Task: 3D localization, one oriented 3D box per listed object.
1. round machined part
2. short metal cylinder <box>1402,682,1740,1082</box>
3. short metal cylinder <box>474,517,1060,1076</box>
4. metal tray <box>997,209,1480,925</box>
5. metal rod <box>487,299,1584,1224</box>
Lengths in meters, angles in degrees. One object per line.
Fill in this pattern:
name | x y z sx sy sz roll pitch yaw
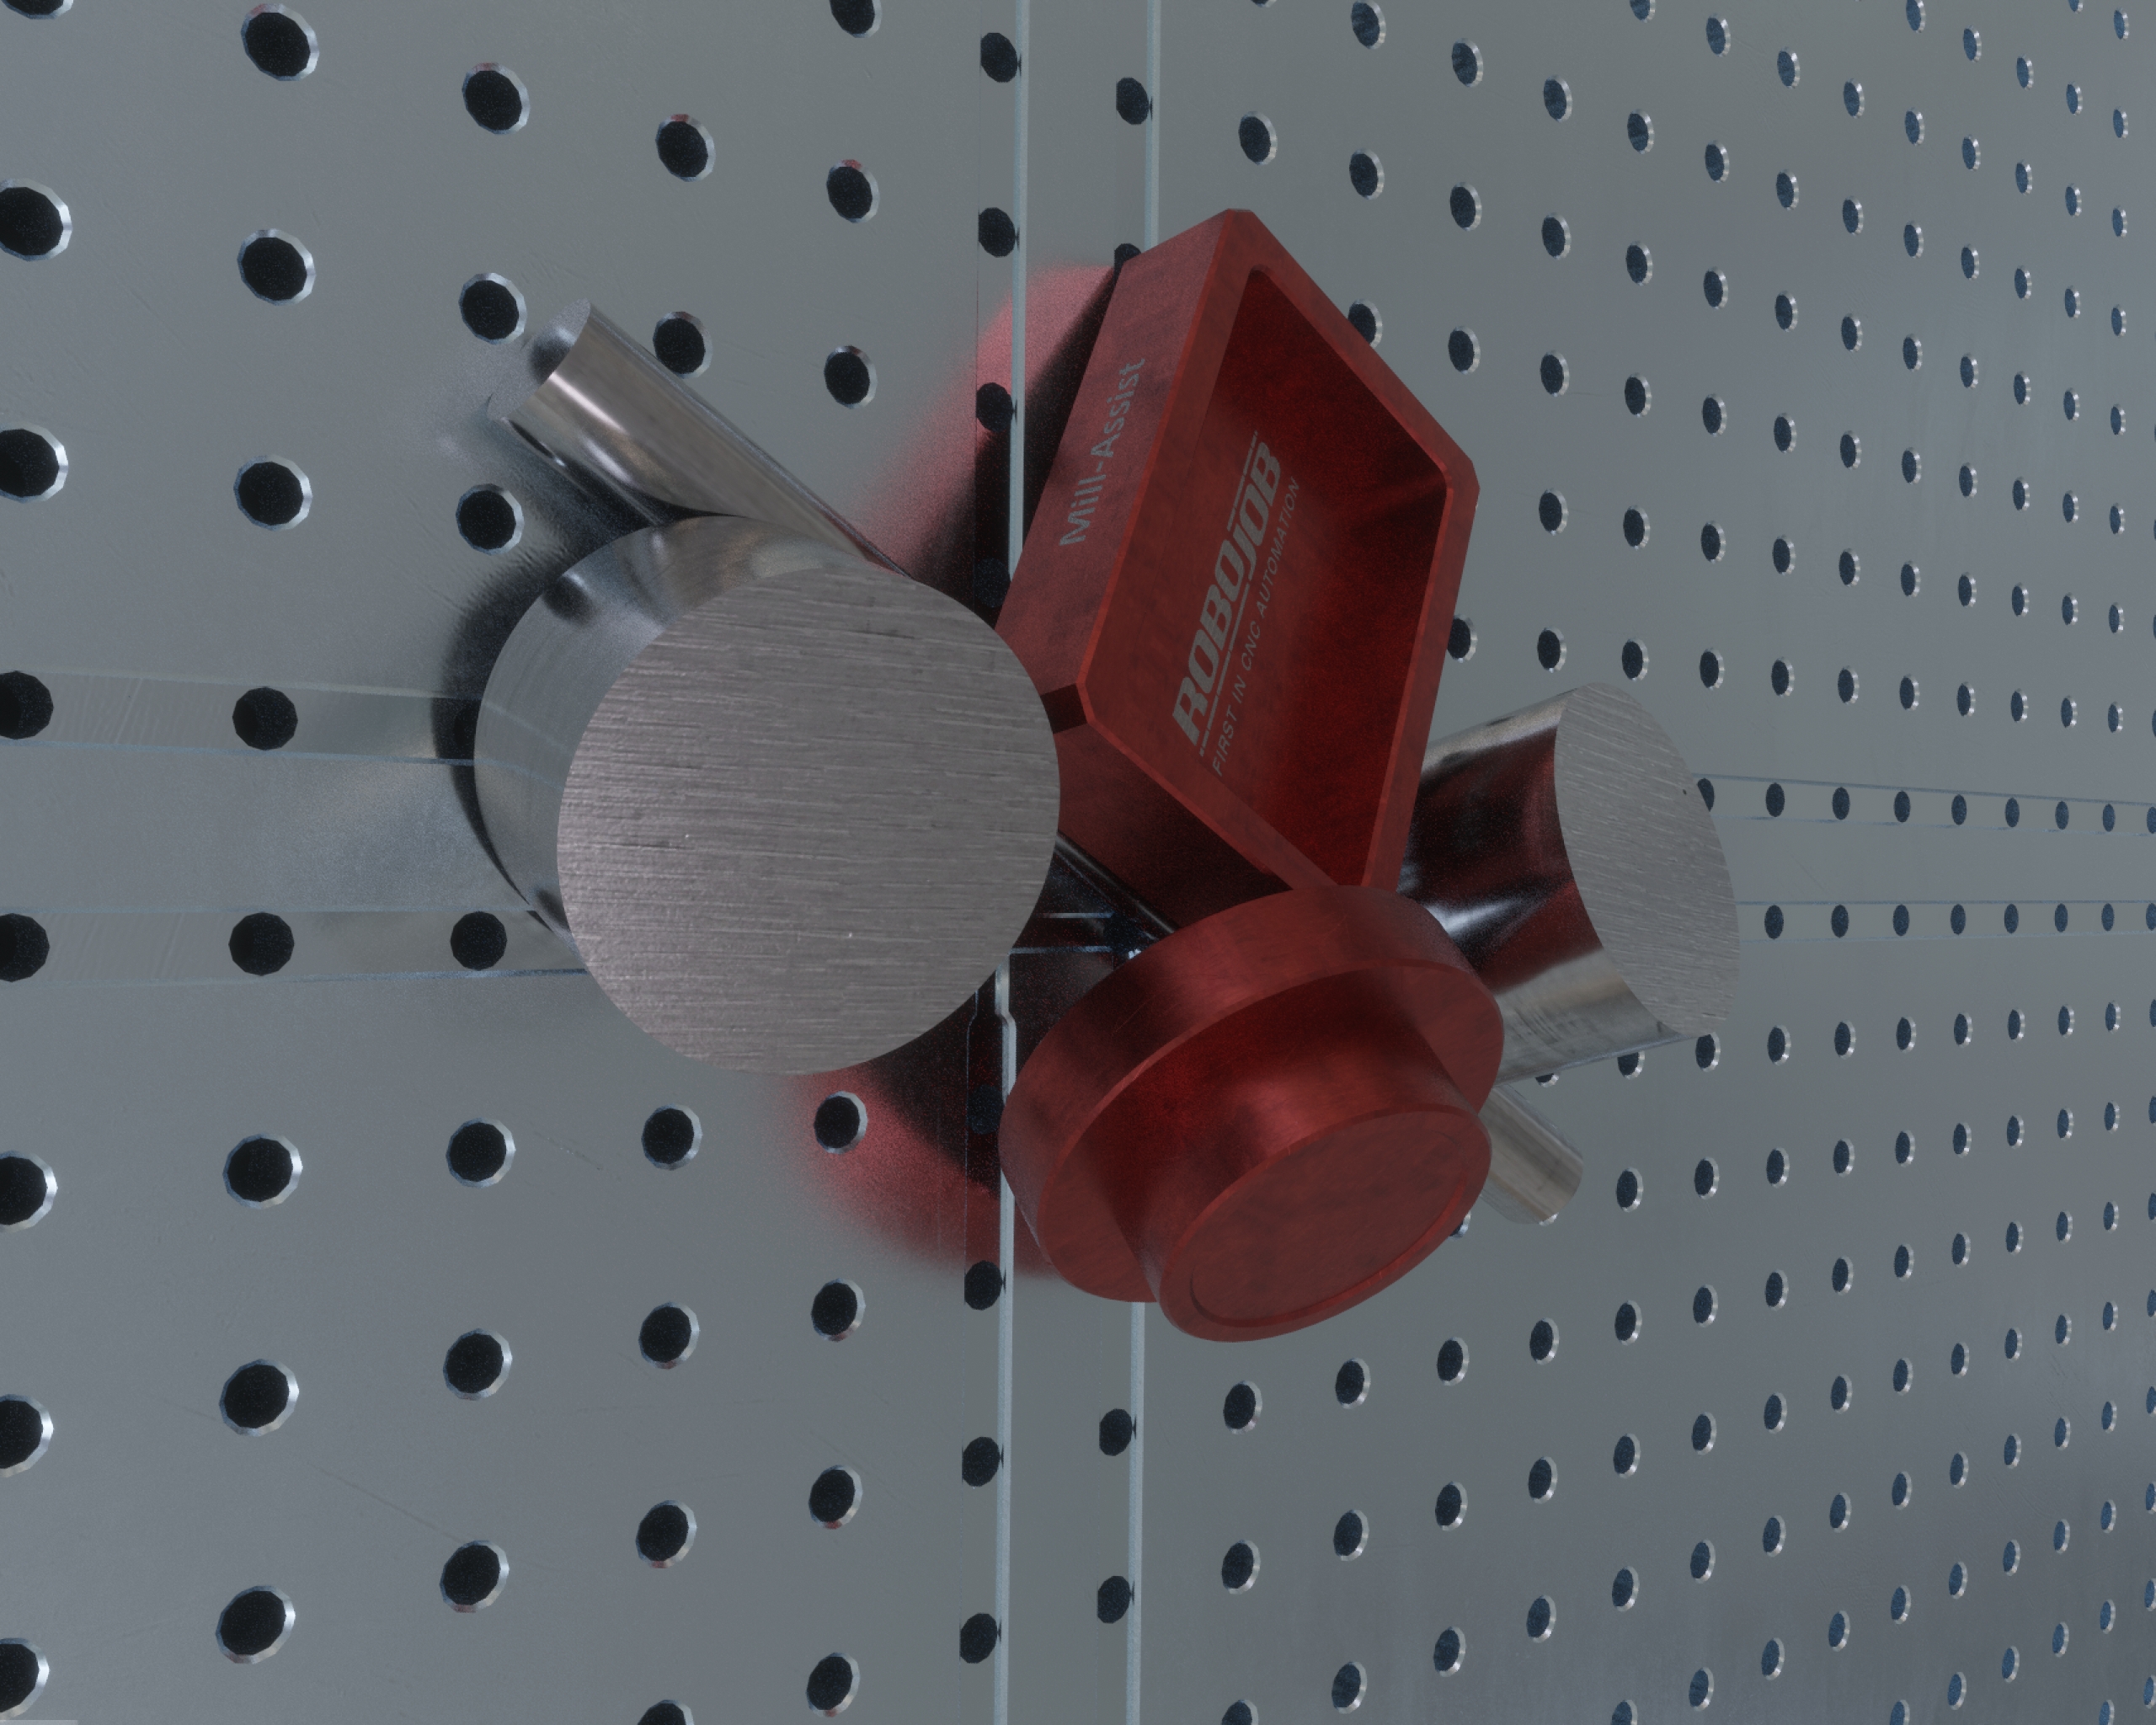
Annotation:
round machined part | 0.038 0.054 0.395 0.099 0.042 0.097 -18 140 -15
short metal cylinder | 0.105 0.006 0.465 0.080 0.050 0.080 25 55 -42
short metal cylinder | -0.050 -0.012 0.335 0.081 0.050 0.079 -10 111 -27
metal tray | 0.034 -0.053 0.415 0.090 0.030 0.130 39 53 -33
metal rod | 0.012 -0.003 0.419 0.301 0.025 0.025 38 67 -33
